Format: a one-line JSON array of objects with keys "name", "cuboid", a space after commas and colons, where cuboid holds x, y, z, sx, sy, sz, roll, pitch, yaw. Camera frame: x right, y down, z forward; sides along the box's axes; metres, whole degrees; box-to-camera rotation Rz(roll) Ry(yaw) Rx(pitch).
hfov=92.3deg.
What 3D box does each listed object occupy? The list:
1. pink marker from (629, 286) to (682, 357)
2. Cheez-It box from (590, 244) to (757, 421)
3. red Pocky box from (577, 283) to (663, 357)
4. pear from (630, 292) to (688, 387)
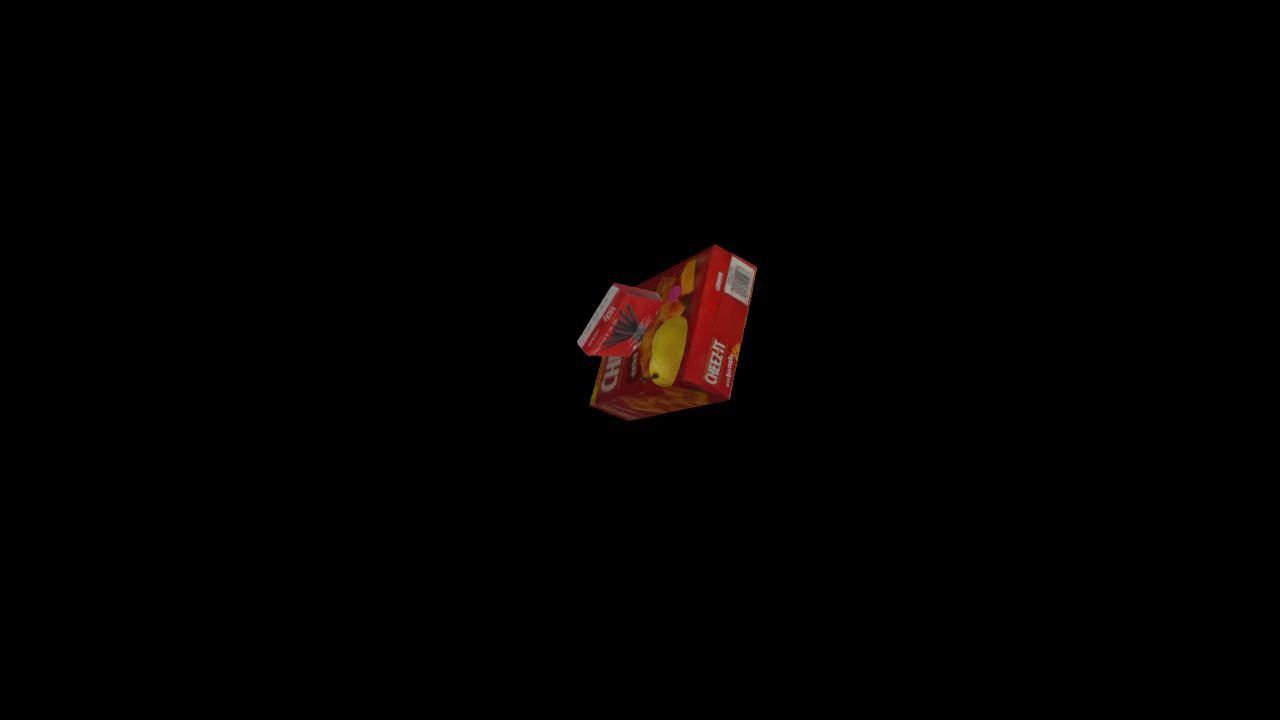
[{"name": "pink marker", "cuboid": [0.040, -0.051, 0.731, 0.020, 0.020, 0.121, 0, -26, -2]}, {"name": "Cheez-It box", "cuboid": [0.032, -0.024, 0.741, 0.071, 0.166, 0.223, 24, -21, -25]}, {"name": "red Pocky box", "cuboid": [-0.002, -0.042, 0.721, 0.028, 0.083, 0.155, 41, 19, 24]}, {"name": "pear", "cuboid": [0.041, 0.003, 0.649, 0.080, 0.080, 0.111, 0, 32, 29]}]
